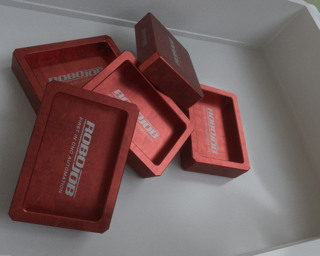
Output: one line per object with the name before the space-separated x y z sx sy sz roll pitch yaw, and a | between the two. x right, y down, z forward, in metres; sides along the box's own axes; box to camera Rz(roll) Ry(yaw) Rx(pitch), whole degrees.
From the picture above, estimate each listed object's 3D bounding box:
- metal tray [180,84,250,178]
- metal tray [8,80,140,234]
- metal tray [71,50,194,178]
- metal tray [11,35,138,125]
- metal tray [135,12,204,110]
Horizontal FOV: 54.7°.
metal tray | 0.073 0.001 0.441 0.091 0.030 0.130 12 57 -22
metal tray | -0.081 0.029 0.303 0.091 0.030 0.129 16 84 -19
metal tray | -0.028 -0.015 0.368 0.130 0.030 0.090 48 56 -14
metal tray | -0.101 -0.065 0.386 0.131 0.030 0.090 -23 74 -36
metal tray | 0.010 -0.093 0.420 0.090 0.030 0.130 38 27 -32
